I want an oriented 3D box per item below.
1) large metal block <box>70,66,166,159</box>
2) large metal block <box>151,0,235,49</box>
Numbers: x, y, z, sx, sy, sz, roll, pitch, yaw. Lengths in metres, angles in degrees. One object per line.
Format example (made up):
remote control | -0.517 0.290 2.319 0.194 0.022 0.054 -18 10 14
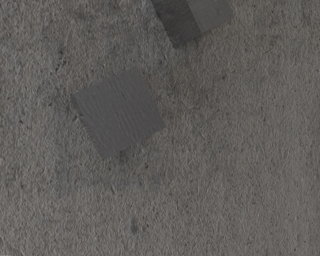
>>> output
large metal block | -0.052 -0.019 0.376 0.081 0.050 0.080 -28 99 -18
large metal block | 0.036 -0.156 0.393 0.050 0.080 0.080 -31 100 -17
